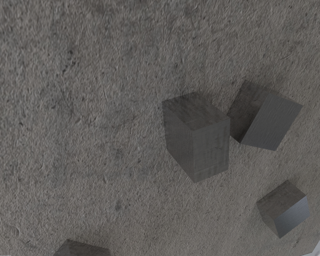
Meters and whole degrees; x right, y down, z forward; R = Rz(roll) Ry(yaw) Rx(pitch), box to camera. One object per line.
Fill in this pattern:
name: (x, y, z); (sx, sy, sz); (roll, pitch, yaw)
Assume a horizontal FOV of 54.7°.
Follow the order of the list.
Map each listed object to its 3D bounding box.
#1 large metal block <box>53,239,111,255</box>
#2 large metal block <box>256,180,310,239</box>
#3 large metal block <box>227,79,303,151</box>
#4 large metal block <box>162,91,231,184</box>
large metal block: (-0.124, 0.220, 0.459); (0.080, 0.050, 0.080); (34, 100, -39)
large metal block: (0.252, 0.166, 0.631); (0.080, 0.050, 0.080); (-34, 129, -6)
large metal block: (0.150, -0.017, 0.462); (0.081, 0.050, 0.079); (12, 112, -34)
large metal block: (0.045, 0.010, 0.402); (0.050, 0.080, 0.079); (-19, 126, -18)
